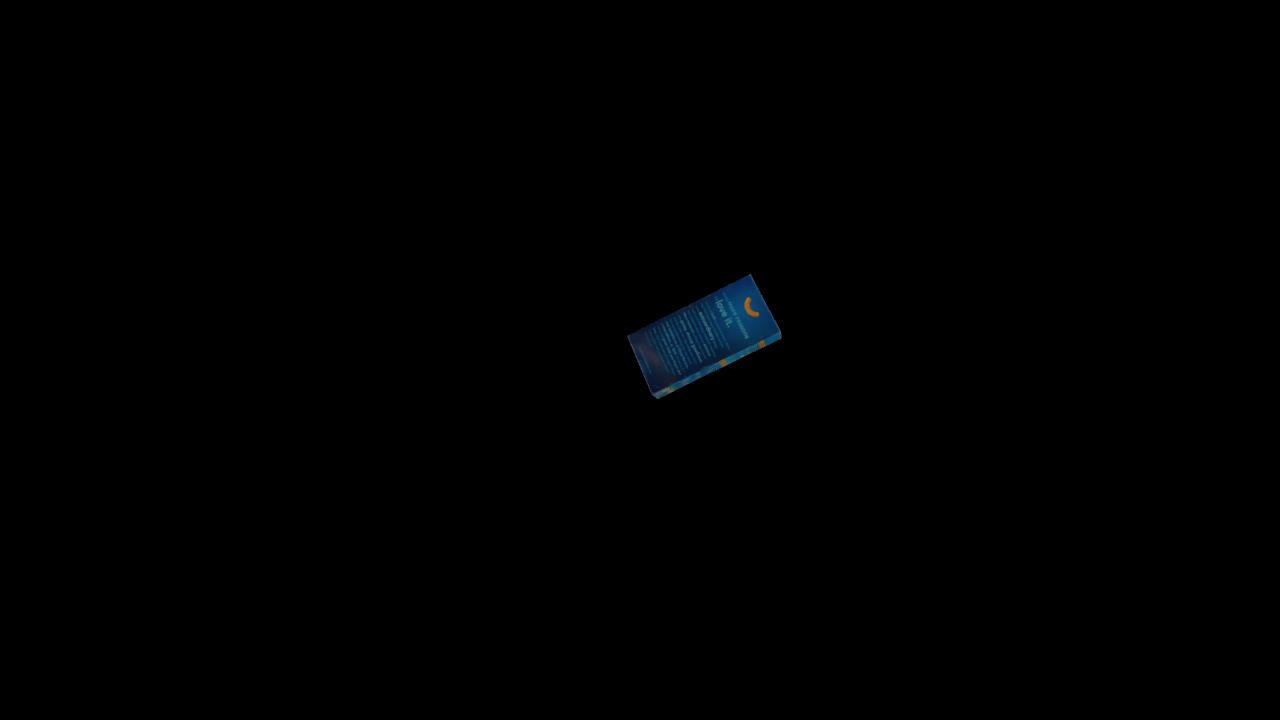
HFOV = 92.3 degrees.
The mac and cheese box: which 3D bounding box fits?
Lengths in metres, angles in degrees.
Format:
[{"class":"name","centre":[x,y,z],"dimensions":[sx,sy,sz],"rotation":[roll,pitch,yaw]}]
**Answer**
[{"class":"mac and cheese box","centre":[0.084,-0.030,0.818],"dimensions":[0.184,0.093,0.041],"rotation":[-26,-21,8]}]
